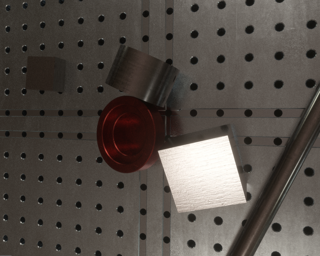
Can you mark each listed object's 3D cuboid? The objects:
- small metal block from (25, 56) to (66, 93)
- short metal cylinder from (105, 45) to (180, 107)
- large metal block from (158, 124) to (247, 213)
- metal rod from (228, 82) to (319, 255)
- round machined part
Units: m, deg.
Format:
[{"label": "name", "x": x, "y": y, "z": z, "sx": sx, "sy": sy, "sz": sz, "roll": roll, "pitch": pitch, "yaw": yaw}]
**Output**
[{"label": "small metal block", "x": -0.174, "y": -0.082, "z": 0.472, "sx": 0.050, "sy": 0.025, "sz": 0.050, "roll": 6, "pitch": 92, "yaw": 19}, {"label": "short metal cylinder", "x": -0.022, "y": -0.065, "z": 0.390, "sx": 0.080, "sy": 0.080, "sz": 0.050, "roll": 26, "pitch": 97, "yaw": 18}, {"label": "large metal block", "x": 0.053, "y": 0.048, "z": 0.370, "sx": 0.080, "sy": 0.050, "sz": 0.080, "roll": -14, "pitch": 101, "yaw": 19}, {"label": "metal rod", "x": 0.132, "y": 0.083, "z": 0.365, "sx": 0.025, "sy": 0.025, "sz": 0.298, "roll": 27, "pitch": 99, "yaw": 17}, {"label": "round machined part", "x": -0.033, "y": 0.008, "z": 0.406, "sx": 0.098, "sy": 0.042, "sz": 0.097, "roll": 0, "pitch": 89, "yaw": 35}]
